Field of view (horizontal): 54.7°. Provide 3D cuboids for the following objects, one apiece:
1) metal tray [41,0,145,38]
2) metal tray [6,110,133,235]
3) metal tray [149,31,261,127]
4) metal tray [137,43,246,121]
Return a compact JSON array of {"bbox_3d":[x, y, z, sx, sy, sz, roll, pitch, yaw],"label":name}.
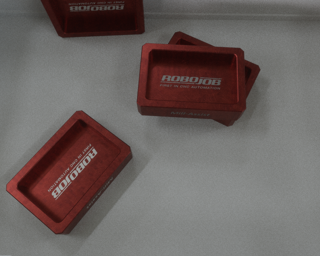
[{"bbox_3d":[-0.089,-0.169,0.436,0.131,0.090,0.030,-3,70,-1],"label":"metal tray"},{"bbox_3d":[-0.109,0.053,0.386,0.090,0.030,0.130,36,74,12],"label":"metal tray"},{"bbox_3d":[0.060,-0.070,0.432,0.130,0.030,0.090,26,72,9],"label":"metal tray"},{"bbox_3d":[0.040,-0.059,0.396,0.131,0.030,0.090,3,70,1],"label":"metal tray"}]
